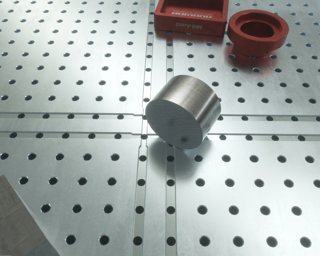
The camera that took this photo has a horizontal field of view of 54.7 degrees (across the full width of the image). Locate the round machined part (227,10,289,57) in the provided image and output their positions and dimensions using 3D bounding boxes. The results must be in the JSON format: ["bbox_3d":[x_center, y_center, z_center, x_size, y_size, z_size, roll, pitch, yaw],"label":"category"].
[{"bbox_3d":[0.164,-0.159,0.531,0.099,0.042,0.098,0,50,0],"label":"round machined part"}]

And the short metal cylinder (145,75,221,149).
[{"bbox_3d":[0.029,-0.019,0.388,0.080,0.080,0.050,25,55,19],"label":"short metal cylinder"}]

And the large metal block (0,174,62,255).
[{"bbox_3d":[-0.135,0.103,0.284,0.050,0.080,0.080,-35,58,-25],"label":"large metal block"}]

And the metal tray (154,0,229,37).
[{"bbox_3d":[0.061,-0.218,0.587,0.131,0.030,0.090,8,50,7],"label":"metal tray"}]
